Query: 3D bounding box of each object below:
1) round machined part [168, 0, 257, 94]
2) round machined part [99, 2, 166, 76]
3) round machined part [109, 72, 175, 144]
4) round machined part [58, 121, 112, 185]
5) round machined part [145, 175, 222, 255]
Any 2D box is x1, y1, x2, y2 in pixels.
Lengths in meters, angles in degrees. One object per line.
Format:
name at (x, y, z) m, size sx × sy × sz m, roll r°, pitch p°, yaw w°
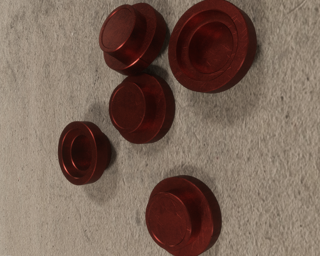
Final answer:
round machined part at (0.060, -0.087, 0.343) m, size 0.098 × 0.042 × 0.097 m, roll 0°, pitch 90°, yaw 39°
round machined part at (-0.043, -0.123, 0.412) m, size 0.098 × 0.042 × 0.098 m, roll -15°, pitch 65°, yaw 36°
round machined part at (-0.031, -0.027, 0.418) m, size 0.098 × 0.042 × 0.097 m, roll 0°, pitch 90°, yaw 39°
round machined part at (-0.114, 0.038, 0.485) m, size 0.098 × 0.042 × 0.097 m, roll 0°, pitch 90°, yaw 39°
round machined part at (0.021, 0.108, 0.375) m, size 0.098 × 0.042 × 0.097 m, roll 0°, pitch 90°, yaw 39°
